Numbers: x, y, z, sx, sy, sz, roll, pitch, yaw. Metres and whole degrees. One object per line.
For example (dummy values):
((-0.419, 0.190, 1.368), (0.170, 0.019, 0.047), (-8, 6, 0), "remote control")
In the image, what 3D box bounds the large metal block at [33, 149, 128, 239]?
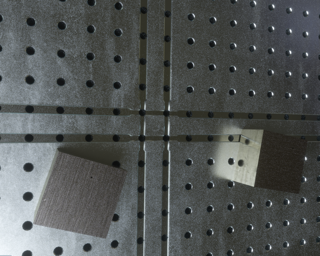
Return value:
((-0.094, 0.075, 0.365), (0.081, 0.050, 0.080), (20, 83, -19), "large metal block")

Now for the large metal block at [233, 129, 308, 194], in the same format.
((0.164, 0.049, 0.462), (0.081, 0.050, 0.080), (12, 86, -20), "large metal block")
